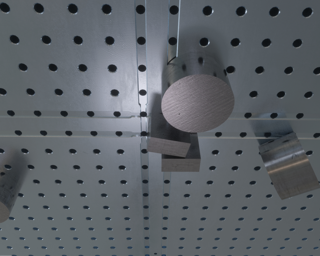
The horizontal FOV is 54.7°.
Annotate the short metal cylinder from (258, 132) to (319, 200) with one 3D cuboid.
[{"bbox_3d":[0.175,0.051,0.421,0.050,0.080,0.080,-25,126,19],"label":"short metal cylinder"}]

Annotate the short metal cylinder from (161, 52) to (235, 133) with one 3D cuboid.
[{"bbox_3d":[0.042,-0.041,0.361,0.081,0.050,0.079,0,130,0],"label":"short metal cylinder"}]

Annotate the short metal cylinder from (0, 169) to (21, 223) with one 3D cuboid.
[{"bbox_3d":[-0.268,0.106,0.483,0.081,0.050,0.079,0,130,0],"label":"short metal cylinder"}]

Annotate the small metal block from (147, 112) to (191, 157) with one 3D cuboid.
[{"bbox_3d":[0.011,0.008,0.402,0.050,0.050,0.025,10,129,-8],"label":"small metal block"}]

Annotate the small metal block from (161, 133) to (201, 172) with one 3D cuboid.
[{"bbox_3d":[0.027,0.033,0.423,0.050,0.050,0.025,0,130,-1],"label":"small metal block"}]
